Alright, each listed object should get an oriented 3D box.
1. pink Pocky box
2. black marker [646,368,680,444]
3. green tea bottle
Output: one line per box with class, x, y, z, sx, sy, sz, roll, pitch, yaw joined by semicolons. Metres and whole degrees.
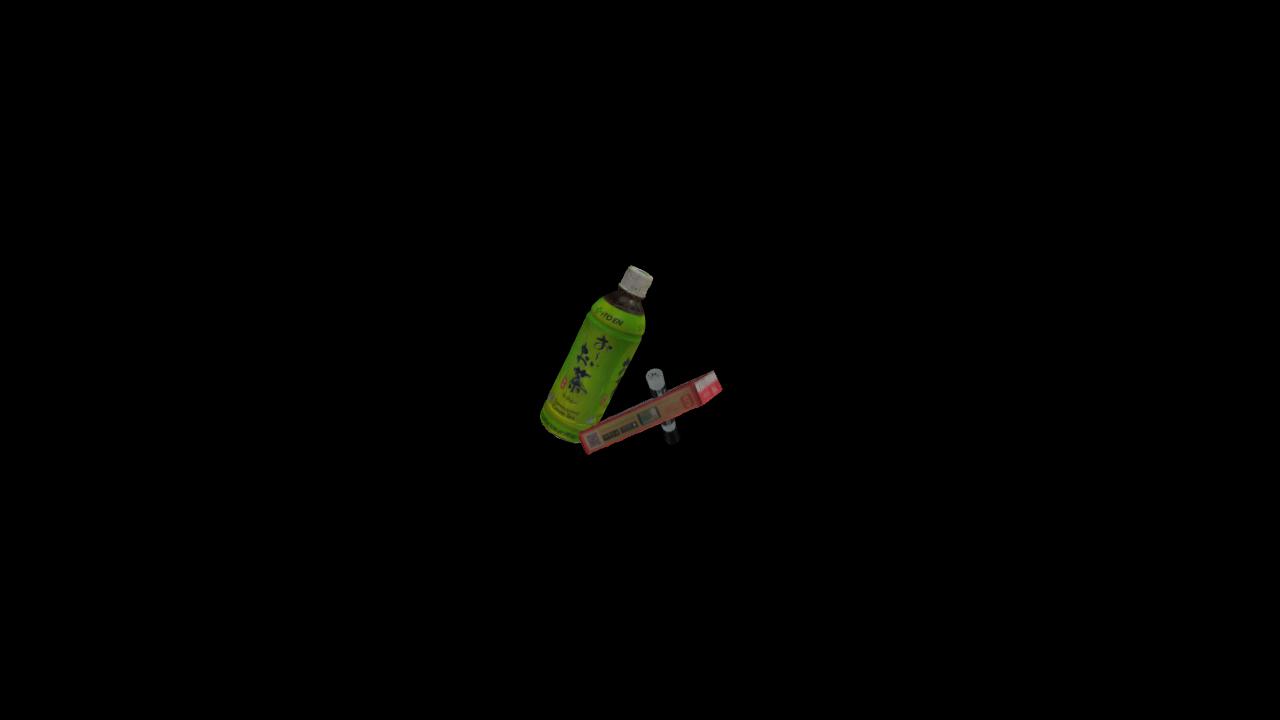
pink Pocky box;0.012;0.059;0.699;0.155;0.029;0.084;-26;-3;23
black marker;0.027;0.056;0.693;0.020;0.020;0.121;0;-42;17
green tea bottle;-0.045;-0.008;0.705;0.073;0.212;0.073;23;17;-7
